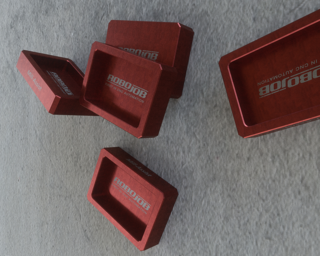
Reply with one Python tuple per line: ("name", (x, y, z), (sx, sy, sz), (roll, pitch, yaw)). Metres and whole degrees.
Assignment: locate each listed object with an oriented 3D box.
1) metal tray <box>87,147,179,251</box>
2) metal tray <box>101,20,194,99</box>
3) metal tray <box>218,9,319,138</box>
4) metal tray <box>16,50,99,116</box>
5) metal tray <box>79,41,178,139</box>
("metal tray", (-0.044, 0.094, 0.435), (0.130, 0.030, 0.089), (31, 109, 35))
("metal tray", (-0.023, -0.095, 0.418), (0.130, 0.030, 0.089), (18, 101, 38))
("metal tray", (0.128, -0.049, 0.294), (0.130, 0.030, 0.090), (-21, 77, 37))
("metal tray", (-0.155, -0.070, 0.486), (0.130, 0.091, 0.030), (46, 118, 30))
("metal tray", (-0.046, -0.052, 0.398), (0.130, 0.030, 0.089), (28, 108, 36))
